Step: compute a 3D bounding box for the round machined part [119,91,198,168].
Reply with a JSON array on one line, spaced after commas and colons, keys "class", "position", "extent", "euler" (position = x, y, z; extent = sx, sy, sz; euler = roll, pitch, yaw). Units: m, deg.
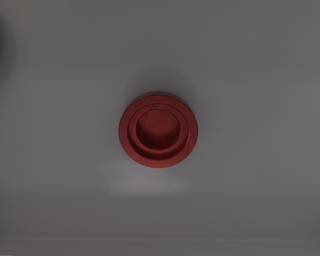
[{"class": "round machined part", "position": [-0.002, -0.001, 0.402], "extent": [0.099, 0.042, 0.097], "euler": [0, 110, 0]}]
